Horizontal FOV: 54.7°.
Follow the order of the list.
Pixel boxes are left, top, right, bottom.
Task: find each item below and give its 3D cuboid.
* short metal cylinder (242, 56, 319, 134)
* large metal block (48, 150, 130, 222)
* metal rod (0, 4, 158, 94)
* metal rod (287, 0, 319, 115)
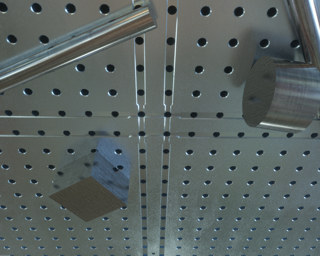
[{"bbox_3d":[0.133,-0.037,0.347,0.050,0.080,0.079,8,130,-8],"label":"short metal cylinder"},{"bbox_3d":[-0.105,0.090,0.471,0.080,0.050,0.080,-27,126,21],"label":"large metal block"},{"bbox_3d":[-0.146,-0.068,0.351,0.301,0.025,0.025,-18,128,14],"label":"metal rod"},{"bbox_3d":[0.179,-0.073,0.352,0.025,0.025,0.300,-24,127,18],"label":"metal rod"}]
